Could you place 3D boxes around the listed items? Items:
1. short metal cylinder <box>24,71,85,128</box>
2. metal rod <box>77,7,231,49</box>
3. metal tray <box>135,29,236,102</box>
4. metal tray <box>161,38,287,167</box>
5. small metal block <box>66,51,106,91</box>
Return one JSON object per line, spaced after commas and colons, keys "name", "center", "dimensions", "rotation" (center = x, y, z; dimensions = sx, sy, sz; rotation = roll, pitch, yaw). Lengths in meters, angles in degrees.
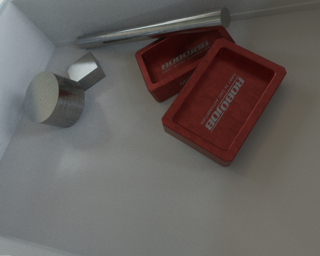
{"name": "short metal cylinder", "center": [-0.165, -0.043, 0.484], "dimensions": [0.080, 0.050, 0.080], "rotation": [-7, 78, 32]}
{"name": "metal rod", "center": [-0.032, -0.148, 0.480], "dimensions": [0.300, 0.025, 0.025], "rotation": [6, 64, 41]}
{"name": "metal tray", "center": [0.035, -0.104, 0.446], "dimensions": [0.130, 0.030, 0.090], "rotation": [-28, 52, 10]}
{"name": "metal tray", "center": [0.074, -0.032, 0.362], "dimensions": [0.090, 0.030, 0.130], "rotation": [31, 78, 15]}
{"name": "small metal block", "center": [-0.126, -0.095, 0.528], "dimensions": [0.050, 0.025, 0.050], "rotation": [-34, 52, 5]}
